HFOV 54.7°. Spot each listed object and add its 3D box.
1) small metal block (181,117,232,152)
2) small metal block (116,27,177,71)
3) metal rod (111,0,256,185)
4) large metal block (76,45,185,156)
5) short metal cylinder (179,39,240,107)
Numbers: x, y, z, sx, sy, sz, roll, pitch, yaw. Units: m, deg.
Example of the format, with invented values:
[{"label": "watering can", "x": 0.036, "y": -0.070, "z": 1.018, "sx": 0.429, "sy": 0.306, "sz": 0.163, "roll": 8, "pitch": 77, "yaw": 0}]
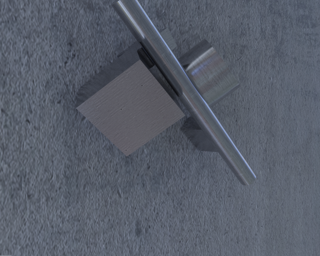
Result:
[{"label": "small metal block", "x": 0.067, "y": 0.009, "z": 0.445, "sx": 0.050, "sy": 0.050, "sz": 0.025, "roll": 48, "pitch": 61, "yaw": -30}, {"label": "small metal block", "x": -0.016, "y": -0.094, "z": 0.378, "sx": 0.050, "sy": 0.050, "sz": 0.025, "roll": -46, "pitch": 118, "yaw": -30}, {"label": "metal rod", "x": 0.045, "y": -0.029, "z": 0.381, "sx": 0.300, "sy": 0.025, "sz": 0.025, "roll": 51, "pitch": 60, "yaw": -28}, {"label": "large metal block", "x": -0.032, "y": -0.029, "z": 0.341, "sx": 0.080, "sy": 0.050, "sz": 0.080, "roll": -36, "pitch": 121, "yaw": 10}, {"label": "short metal cylinder", "x": 0.063, "y": -0.072, "z": 0.417, "sx": 0.050, "sy": 0.080, "sz": 0.080, "roll": -37, "pitch": 121, "yaw": 12}]
